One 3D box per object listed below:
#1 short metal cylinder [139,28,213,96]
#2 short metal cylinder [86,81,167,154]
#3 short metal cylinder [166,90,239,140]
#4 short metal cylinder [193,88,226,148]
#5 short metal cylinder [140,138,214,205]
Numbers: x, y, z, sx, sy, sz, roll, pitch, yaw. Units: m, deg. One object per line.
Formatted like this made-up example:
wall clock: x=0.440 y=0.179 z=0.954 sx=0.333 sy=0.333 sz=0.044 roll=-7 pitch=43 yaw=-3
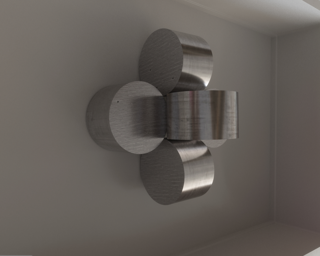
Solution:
short metal cylinder: x=0.018 y=-0.078 z=0.383 sx=0.050 sy=0.080 sz=0.079 roll=-3 pitch=92 yaw=-41
short metal cylinder: x=-0.037 y=-0.012 z=0.357 sx=0.081 sy=0.050 sz=0.080 roll=0 pitch=90 yaw=-40
short metal cylinder: x=0.048 y=-0.014 z=0.351 sx=0.081 sy=0.080 sz=0.050 roll=-2 pitch=91 yaw=-40
short metal cylinder: x=0.057 y=-0.013 z=0.435 sx=0.081 sy=0.050 sz=0.080 roll=0 pitch=90 yaw=-40
short metal cylinder: x=0.020 y=0.051 z=0.385 sx=0.050 sy=0.080 sz=0.079 roll=-3 pitch=92 yaw=-41
